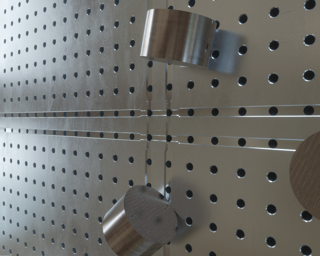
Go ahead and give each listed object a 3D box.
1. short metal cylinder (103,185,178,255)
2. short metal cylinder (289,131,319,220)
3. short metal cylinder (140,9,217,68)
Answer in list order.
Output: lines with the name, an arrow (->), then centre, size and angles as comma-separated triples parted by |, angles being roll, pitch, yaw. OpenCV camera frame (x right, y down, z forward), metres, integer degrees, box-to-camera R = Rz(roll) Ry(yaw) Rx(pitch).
short metal cylinder -> -0.025, 0.120, 0.394 | 0.050, 0.081, 0.080 | -48, 62, 29
short metal cylinder -> 0.159, 0.039, 0.262 | 0.080, 0.050, 0.079 | 0, 90, 40
short metal cylinder -> 0.020, -0.100, 0.357 | 0.080, 0.081, 0.050 | 17, 101, 39
